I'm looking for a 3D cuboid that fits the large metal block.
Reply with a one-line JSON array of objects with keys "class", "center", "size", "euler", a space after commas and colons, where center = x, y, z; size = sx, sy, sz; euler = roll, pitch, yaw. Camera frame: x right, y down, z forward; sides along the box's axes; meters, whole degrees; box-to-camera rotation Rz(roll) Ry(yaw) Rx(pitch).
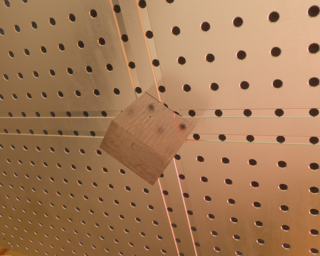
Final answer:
[{"class": "large metal block", "center": [-0.014, 0.011, 0.390], "size": [0.080, 0.080, 0.050], "euler": [35, 129, 4]}]
